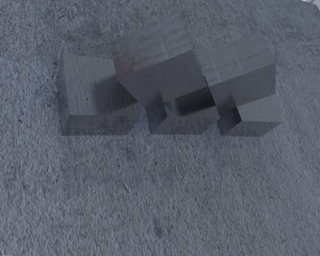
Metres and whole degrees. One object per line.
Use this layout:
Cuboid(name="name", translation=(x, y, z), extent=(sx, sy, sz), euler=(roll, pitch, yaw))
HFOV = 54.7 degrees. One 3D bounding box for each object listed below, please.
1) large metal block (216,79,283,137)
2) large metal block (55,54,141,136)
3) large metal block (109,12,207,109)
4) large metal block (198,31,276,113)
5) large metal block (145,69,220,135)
Cuboid(name="large metal block", translation=(0.130, -0.033, 0.482), extent=(0.081, 0.050, 0.080), euler=(1, 61, -28))
Cuboid(name="large metal block", translation=(-0.077, -0.037, 0.372), extent=(0.081, 0.050, 0.080), euler=(0, 62, -29))
Cuboid(name="large metal block", translation=(0.001, -0.071, 0.351), extent=(0.080, 0.080, 0.050), euler=(45, 27, -63))
Cuboid(name="large metal block", translation=(0.103, -0.070, 0.409), extent=(0.080, 0.080, 0.050), euler=(-19, 64, 12))
Cuboid(name="large metal block", translation=(0.025, -0.037, 0.427), extent=(0.081, 0.050, 0.080), euler=(1, 62, -28))
